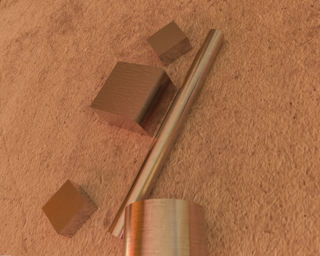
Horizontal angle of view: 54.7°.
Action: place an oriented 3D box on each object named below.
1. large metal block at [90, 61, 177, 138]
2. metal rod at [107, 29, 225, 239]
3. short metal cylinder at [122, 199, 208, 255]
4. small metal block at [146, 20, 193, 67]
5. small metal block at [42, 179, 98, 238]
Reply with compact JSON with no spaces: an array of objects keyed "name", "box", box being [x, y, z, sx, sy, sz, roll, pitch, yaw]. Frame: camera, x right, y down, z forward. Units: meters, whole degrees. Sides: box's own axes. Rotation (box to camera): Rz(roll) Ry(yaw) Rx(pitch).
[{"name":"large metal block","box":[-0.036,-0.042,0.431,0.080,0.050,0.080,16,70,34]},{"name":"metal rod","box":[0.016,-0.005,0.397,0.025,0.025,0.300,15,69,33]},{"name":"short metal cylinder","box":[0.005,0.105,0.301,0.080,0.080,0.050,-12,57,21]},{"name":"small metal block","box":[0.014,-0.129,0.475,0.050,0.025,0.050,-33,52,6]},{"name":"small metal block","box":[-0.117,0.103,0.400,0.050,0.025,0.050,-48,52,-6]}]
